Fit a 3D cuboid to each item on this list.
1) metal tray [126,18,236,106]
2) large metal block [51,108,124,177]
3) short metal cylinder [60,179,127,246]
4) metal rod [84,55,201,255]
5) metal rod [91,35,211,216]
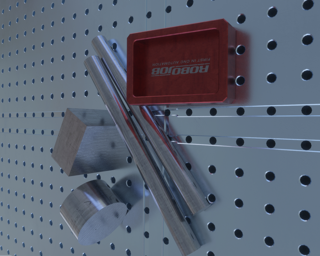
[{"bbox_3d":[0.022,-0.073,0.371,0.130,0.030,0.089,1,91,29],"label":"metal tray"},{"bbox_3d":[-0.100,0.019,0.454,0.050,0.081,0.079,37,113,33],"label":"large metal block"},{"bbox_3d":[-0.096,0.122,0.450,0.050,0.081,0.079,41,115,32],"label":"short metal cylinder"},{"bbox_3d":[-0.031,0.025,0.418,0.025,0.025,0.299,-40,70,32],"label":"metal rod"},{"bbox_3d":[-0.023,-0.019,0.426,0.025,0.025,0.299,-46,63,30],"label":"metal rod"}]
